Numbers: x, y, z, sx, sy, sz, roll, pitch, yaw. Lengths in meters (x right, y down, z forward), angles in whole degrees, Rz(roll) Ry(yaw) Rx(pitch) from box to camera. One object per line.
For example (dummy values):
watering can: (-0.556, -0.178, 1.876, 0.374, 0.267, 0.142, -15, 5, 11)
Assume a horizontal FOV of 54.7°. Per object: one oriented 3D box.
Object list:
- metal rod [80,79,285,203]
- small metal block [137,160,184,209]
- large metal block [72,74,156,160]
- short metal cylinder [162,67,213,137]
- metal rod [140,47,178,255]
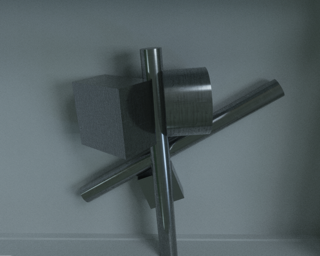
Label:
metal rod: (0.022, 0.022, 0.417, 0.300, 0.025, 0.025, -30, 108, 10)
small metal block: (0.002, 0.081, 0.439, 0.050, 0.025, 0.050, -20, 109, 7)
large metal block: (-0.054, -0.017, 0.369, 0.080, 0.050, 0.079, 13, 116, 38)
short metal cylinder: (0.030, -0.031, 0.369, 0.050, 0.080, 0.079, -5, 110, 0)
metal rod: (0.001, 0.050, 0.400, 0.025, 0.025, 0.298, -5, 109, 1)
